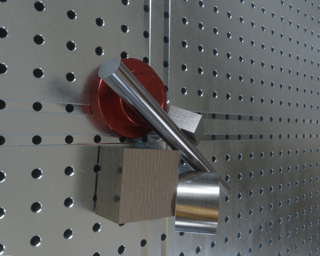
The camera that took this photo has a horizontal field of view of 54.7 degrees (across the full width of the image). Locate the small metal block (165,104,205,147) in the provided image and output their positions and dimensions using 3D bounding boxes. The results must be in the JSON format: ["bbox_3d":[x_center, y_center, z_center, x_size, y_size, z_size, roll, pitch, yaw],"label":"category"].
[{"bbox_3d":[0.029,-0.003,0.407,0.025,0.050,0.050,-64,160,-16],"label":"small metal block"}]

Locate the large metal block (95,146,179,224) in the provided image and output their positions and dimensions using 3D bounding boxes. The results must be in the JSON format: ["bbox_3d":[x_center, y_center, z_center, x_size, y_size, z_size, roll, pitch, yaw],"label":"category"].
[{"bbox_3d":[-0.026,0.064,0.370,0.081,0.050,0.080,6,86,-40],"label":"large metal block"}]

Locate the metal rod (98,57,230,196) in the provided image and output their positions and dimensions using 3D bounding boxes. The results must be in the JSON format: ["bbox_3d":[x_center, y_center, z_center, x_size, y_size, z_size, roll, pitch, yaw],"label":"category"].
[{"bbox_3d":[0.027,0.021,0.392,0.300,0.025,0.025,46,62,-45],"label":"metal rod"}]

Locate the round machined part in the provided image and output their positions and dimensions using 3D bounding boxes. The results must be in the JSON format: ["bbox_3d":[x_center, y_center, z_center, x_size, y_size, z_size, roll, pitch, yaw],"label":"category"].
[{"bbox_3d":[-0.030,-0.036,0.374,0.099,0.042,0.097,0,90,-40],"label":"round machined part"}]

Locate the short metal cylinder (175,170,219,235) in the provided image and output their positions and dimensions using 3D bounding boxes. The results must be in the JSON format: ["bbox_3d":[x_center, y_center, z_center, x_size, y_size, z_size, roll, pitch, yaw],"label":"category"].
[{"bbox_3d":[0.048,0.097,0.407,0.080,0.050,0.079,1,92,-85],"label":"short metal cylinder"}]
